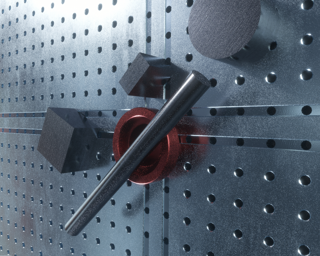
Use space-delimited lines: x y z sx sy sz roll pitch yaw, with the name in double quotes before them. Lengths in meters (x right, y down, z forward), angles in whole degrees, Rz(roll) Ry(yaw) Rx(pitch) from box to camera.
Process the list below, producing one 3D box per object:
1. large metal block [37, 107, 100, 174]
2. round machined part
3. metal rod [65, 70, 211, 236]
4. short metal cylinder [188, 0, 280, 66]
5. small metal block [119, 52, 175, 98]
"large metal block" -0.154 0.019 0.517 0.080 0.050 0.079 32 110 35
"round machined part" -0.014 0.022 0.408 0.098 0.042 0.097 0 90 39
"metal rod" -0.043 0.049 0.388 0.298 0.025 0.025 -49 61 28
"short metal cylinder" 0.077 -0.109 0.328 0.080 0.050 0.079 0 90 39
"small metal block" -0.017 -0.067 0.405 0.050 0.050 0.025 -49 61 28
